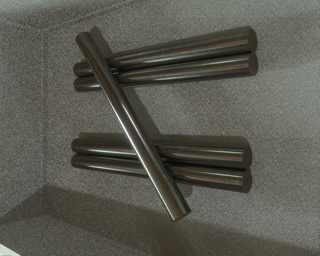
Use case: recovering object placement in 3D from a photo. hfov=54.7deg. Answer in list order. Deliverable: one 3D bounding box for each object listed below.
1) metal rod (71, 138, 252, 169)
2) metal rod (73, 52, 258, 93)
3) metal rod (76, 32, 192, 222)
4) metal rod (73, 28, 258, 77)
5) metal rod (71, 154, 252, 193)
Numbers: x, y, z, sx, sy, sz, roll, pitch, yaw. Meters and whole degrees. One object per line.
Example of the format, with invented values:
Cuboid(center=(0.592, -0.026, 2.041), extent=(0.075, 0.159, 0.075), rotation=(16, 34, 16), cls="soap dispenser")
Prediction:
Cuboid(center=(-0.023, 0.030, 0.423), extent=(0.300, 0.025, 0.025), rotation=(0, 90, 40), cls="metal rod")
Cuboid(center=(-0.018, -0.069, 0.419), extent=(0.300, 0.025, 0.025), rotation=(1, 91, 40), cls="metal rod")
Cuboid(center=(-0.045, -0.018, 0.410), extent=(0.025, 0.025, 0.299), rotation=(-45, 63, 31), cls="metal rod")
Cuboid(center=(-0.018, -0.094, 0.420), extent=(0.300, 0.025, 0.025), rotation=(1, 91, 40), cls="metal rod")
Cuboid(center=(-0.023, 0.056, 0.424), extent=(0.300, 0.025, 0.025), rotation=(0, 90, 40), cls="metal rod")
